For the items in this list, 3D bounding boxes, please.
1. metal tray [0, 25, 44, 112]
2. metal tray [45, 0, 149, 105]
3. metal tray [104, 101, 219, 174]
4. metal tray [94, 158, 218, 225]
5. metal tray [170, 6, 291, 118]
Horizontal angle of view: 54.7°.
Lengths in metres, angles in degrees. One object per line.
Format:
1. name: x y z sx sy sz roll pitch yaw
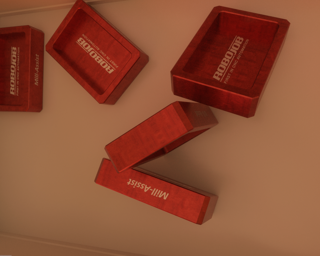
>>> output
1. metal tray: -0.231 -0.090 0.489 0.090 0.030 0.129 2 91 19
2. metal tray: -0.091 -0.106 0.439 0.130 0.030 0.090 44 103 14
3. metal tray: 0.009 0.007 0.349 0.090 0.131 0.030 -32 82 20
4. metal tray: -0.001 0.074 0.373 0.130 0.090 0.030 17 84 19
5. metal tray: 0.079 -0.079 0.340 0.090 0.030 0.130 20 58 19
